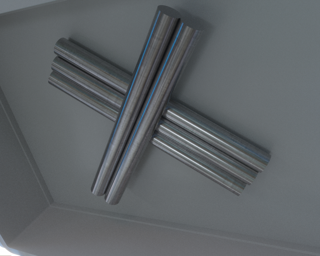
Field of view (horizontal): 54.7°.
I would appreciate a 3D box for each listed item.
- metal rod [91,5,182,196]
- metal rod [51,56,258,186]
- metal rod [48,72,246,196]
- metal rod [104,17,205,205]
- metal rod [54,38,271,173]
[{"bbox_3d":[-0.043,-0.008,0.392,0.025,0.025,0.298,32,129,7],"label":"metal rod"},{"bbox_3d":[-0.012,-0.015,0.404,0.301,0.025,0.025,30,128,8],"label":"metal rod"},{"bbox_3d":[-0.022,0.002,0.419,0.301,0.025,0.025,30,128,8],"label":"metal rod"},{"bbox_3d":[-0.021,0.004,0.389,0.025,0.025,0.298,32,129,7],"label":"metal rod"},{"bbox_3d":[-0.003,-0.033,0.388,0.301,0.025,0.025,30,128,8],"label":"metal rod"}]
